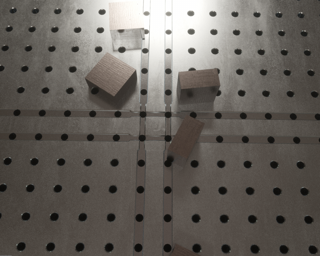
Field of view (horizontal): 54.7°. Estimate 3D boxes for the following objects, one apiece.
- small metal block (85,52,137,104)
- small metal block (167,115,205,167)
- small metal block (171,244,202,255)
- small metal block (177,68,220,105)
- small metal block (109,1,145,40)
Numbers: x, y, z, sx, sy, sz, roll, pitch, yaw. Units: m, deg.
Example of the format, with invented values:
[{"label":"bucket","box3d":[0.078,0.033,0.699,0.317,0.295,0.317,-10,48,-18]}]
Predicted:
[{"label":"small metal block","box3d":[-0.068,-0.070,0.437,0.050,0.025,0.050,33,73,11]},{"label":"small metal block","box3d":[0.032,0.018,0.392,0.025,0.050,0.050,26,72,9]},{"label":"small metal block","box3d":[0.031,0.166,0.351,0.050,0.025,0.050,24,72,8]},{"label":"small metal block","box3d":[0.050,-0.055,0.419,0.050,0.050,0.025,-6,70,-3]},{"label":"small metal block","box3d":[-0.050,-0.163,0.471,0.050,0.025,0.050,-5,70,-2]}]
